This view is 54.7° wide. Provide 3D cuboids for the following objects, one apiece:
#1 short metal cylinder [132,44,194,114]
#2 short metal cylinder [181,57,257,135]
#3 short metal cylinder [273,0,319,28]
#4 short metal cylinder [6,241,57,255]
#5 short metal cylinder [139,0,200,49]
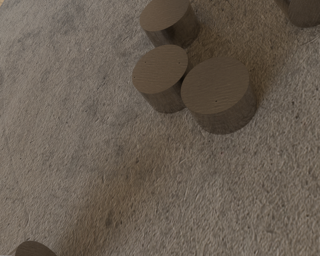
[{"bbox_3d":[0.009,-0.066,0.424,0.080,0.050,0.080,-13,56,21],"label":"short metal cylinder"},{"bbox_3d":[0.072,-0.039,0.374,0.080,0.050,0.080,-13,56,21],"label":"short metal cylinder"},{"bbox_3d":[0.184,-0.171,0.377,0.080,0.080,0.050,-25,53,13],"label":"short metal cylinder"},{"bbox_3d":[-0.146,0.173,0.339,0.050,0.080,0.080,-41,51,1],"label":"short metal cylinder"},{"bbox_3d":[0.016,-0.162,0.479,0.080,0.050,0.080,-13,56,21],"label":"short metal cylinder"}]
